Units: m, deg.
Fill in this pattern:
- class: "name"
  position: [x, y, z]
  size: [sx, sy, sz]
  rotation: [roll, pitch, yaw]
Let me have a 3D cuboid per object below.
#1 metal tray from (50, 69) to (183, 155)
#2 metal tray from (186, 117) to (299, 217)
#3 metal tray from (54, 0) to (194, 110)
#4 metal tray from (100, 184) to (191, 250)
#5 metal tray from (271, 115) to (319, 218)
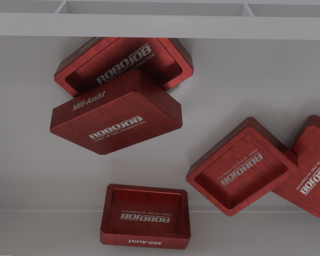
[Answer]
- class: "metal tray"
  position: [-0.051, -0.012, 0.364]
  size: [0.130, 0.030, 0.090]
  rotation: [-20, 146, 28]
- class: "metal tray"
  position: [0.111, 0.058, 0.434]
  size: [0.090, 0.030, 0.129]
  rotation: [41, 121, -3]
- class: "metal tray"
  position: [-0.040, -0.066, 0.348]
  size: [0.130, 0.030, 0.090]
  rotation: [-30, 124, 23]
- class: "metal tray"
  position: [-0.022, 0.136, 0.481]
  size: [0.131, 0.090, 0.030]
  rotation: [6, 130, -5]
- class: "metal tray"
  position: [0.217, 0.056, 0.428]
  size: [0.090, 0.030, 0.129]
  rotation: [30, 131, 15]
